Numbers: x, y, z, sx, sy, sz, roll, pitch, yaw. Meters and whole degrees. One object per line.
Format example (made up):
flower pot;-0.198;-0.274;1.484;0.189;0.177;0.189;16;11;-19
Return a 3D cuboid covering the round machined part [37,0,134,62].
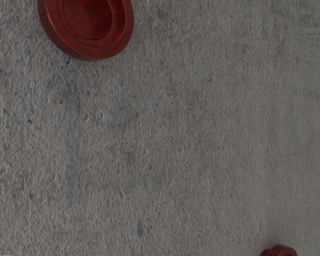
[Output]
round machined part;-0.080;-0.119;0.326;0.099;0.042;0.097;0;90;-40

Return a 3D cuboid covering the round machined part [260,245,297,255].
round machined part;0.214;0.265;0.573;0.099;0.042;0.097;0;90;-40
